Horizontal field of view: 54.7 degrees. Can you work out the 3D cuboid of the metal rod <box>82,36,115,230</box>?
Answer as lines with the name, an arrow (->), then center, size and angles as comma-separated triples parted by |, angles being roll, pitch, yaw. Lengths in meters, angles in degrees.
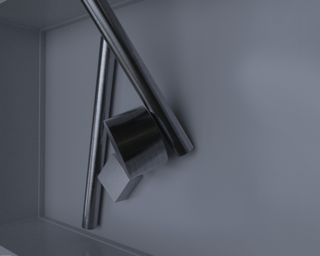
metal rod -> -0.095, 0.011, 0.482 | 0.025, 0.025, 0.298 | 12, 97, 39

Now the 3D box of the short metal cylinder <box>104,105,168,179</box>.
short metal cylinder -> -0.031, 0.018, 0.388 | 0.080, 0.050, 0.080 | 60, 166, 26

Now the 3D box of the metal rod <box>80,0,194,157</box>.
metal rod -> -0.046, -0.096, 0.351 | 0.025, 0.025, 0.299 | -22, 106, 38

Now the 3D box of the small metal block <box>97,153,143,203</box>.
small metal block -> -0.059, 0.072, 0.453 | 0.050, 0.025, 0.050 | 48, 118, 29
